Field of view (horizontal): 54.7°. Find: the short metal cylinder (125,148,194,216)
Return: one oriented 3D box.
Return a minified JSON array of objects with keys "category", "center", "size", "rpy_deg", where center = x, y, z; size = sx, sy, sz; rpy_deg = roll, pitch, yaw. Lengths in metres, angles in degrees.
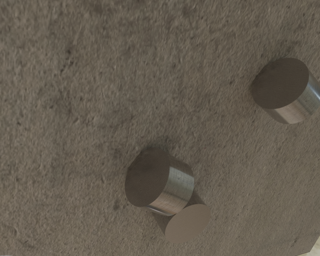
[{"category":"short metal cylinder","center":[-0.001,0.073,0.417],"size":[0.050,0.080,0.080],"rpy_deg":[32,100,-39]}]

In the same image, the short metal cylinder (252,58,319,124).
[{"category":"short metal cylinder","center":[0.180,-0.052,0.440],"size":[0.050,0.080,0.080],"rpy_deg":[31,101,-38]}]

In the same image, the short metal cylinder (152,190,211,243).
[{"category":"short metal cylinder","center":[0.033,0.136,0.495],"size":[0.081,0.050,0.079],"rpy_deg":[-14,125,-21]}]
